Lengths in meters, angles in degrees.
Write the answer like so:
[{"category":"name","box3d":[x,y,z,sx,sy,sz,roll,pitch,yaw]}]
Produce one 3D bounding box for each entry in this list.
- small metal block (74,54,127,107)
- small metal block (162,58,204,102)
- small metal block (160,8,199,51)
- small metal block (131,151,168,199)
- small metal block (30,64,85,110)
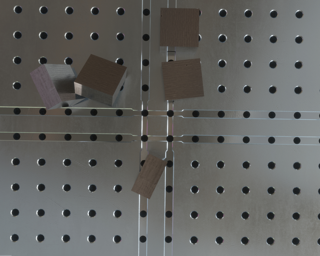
[{"category":"small metal block","box3d":[-0.076,-0.062,0.402,0.050,0.025,0.050,20,59,0]},{"category":"small metal block","box3d":[0.030,-0.063,0.414,0.050,0.025,0.050,-6,90,0]},{"category":"small metal block","box3d":[0.025,-0.130,0.413,0.050,0.025,0.050,1,90,0]},{"category":"small metal block","box3d":[-0.013,0.059,0.401,0.025,0.050,0.050,26,90,0]},{"category":"small metal block","box3d":[-0.129,-0.053,0.397,0.025,0.050,0.050,-25,90,22]}]
